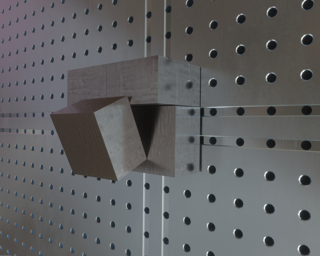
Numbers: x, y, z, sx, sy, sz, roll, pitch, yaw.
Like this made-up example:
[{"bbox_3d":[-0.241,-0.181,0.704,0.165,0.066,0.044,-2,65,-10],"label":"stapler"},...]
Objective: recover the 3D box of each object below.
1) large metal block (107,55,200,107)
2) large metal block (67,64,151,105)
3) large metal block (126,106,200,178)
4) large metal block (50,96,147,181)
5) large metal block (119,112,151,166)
[{"bbox_3d":[-0.007,-0.051,0.376,0.080,0.081,0.050,1,91,39],"label":"large metal block"},{"bbox_3d":[-0.069,-0.053,0.427,0.080,0.081,0.050,1,91,39],"label":"large metal block"},{"bbox_3d":[0.002,0.014,0.386,0.080,0.050,0.079,1,91,39],"label":"large metal block"},{"bbox_3d":[-0.072,0.011,0.363,0.080,0.050,0.080,0,114,39],"label":"large metal block"},{"bbox_3d":[-0.060,0.012,0.438,0.080,0.050,0.079,1,91,39],"label":"large metal block"}]
